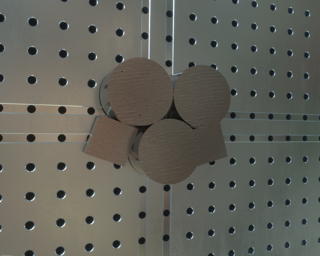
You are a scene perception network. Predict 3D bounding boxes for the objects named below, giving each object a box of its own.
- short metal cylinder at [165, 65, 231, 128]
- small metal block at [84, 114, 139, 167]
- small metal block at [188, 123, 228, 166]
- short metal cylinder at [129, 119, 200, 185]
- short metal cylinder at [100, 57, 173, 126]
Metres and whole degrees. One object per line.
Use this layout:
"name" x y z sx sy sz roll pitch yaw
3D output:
"short metal cylinder" 0.046 -0.040 0.412 0.081 0.050 0.079 0 90 -20
"small metal block" -0.061 0.016 0.386 0.050 0.025 0.050 22 83 -19
"small metal block" 0.061 0.022 0.432 0.050 0.025 0.050 -15 95 -20
"short metal cylinder" 0.004 0.028 0.397 0.081 0.050 0.079 0 90 -20
"short metal cylinder" -0.030 -0.043 0.384 0.081 0.050 0.079 0 90 -20
